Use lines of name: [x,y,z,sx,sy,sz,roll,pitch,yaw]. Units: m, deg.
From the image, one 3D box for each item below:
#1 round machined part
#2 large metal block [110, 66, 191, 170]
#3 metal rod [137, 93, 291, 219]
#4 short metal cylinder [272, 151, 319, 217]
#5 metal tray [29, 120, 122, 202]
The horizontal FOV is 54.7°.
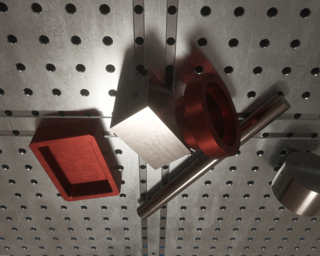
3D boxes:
round machined part: [0.053,-0.011,0.358,0.042,0.098,0.098,-18,129,32]
large metal block: [-0.009,-0.011,0.366,0.050,0.080,0.080,-29,125,22]
metal rod: [0.062,0.056,0.460,0.025,0.025,0.299,30,124,-24]
short metal cylinder: [0.210,0.079,0.446,0.081,0.080,0.050,6,130,-6]
metal tray: [-0.117,0.052,0.451,0.090,0.030,0.129,-9,130,7]
